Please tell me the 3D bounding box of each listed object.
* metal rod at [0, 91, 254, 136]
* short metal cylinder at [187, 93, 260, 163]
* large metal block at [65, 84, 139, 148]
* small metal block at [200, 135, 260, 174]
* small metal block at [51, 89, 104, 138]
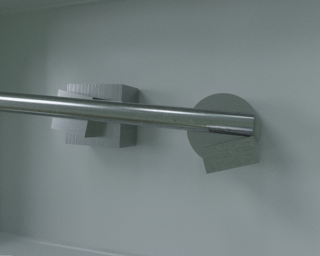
[{"bbox_3d":[-0.051,-0.018,0.351,0.301,0.025,0.025,6,92,11],"label":"metal rod"},{"bbox_3d":[0.077,0.001,0.368,0.080,0.050,0.079,0,90,19],"label":"short metal cylinder"},{"bbox_3d":[-0.078,-0.017,0.420,0.080,0.050,0.079,3,91,19],"label":"large metal block"},{"bbox_3d":[0.073,0.026,0.315,0.050,0.050,0.025,-15,85,19],"label":"small metal block"},{"bbox_3d":[-0.104,-0.018,0.391,0.050,0.025,0.050,14,94,19],"label":"small metal block"}]
